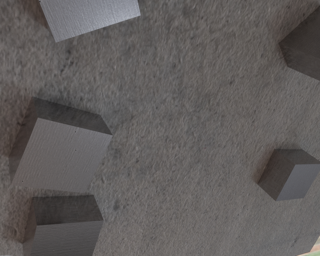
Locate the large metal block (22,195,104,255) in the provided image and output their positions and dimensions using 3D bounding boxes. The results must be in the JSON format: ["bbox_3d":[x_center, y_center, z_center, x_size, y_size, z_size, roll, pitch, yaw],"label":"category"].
[{"bbox_3d":[-0.129,0.137,0.406,0.081,0.050,0.079,6,116,-31],"label":"large metal block"}]

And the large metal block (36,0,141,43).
[{"bbox_3d":[-0.071,-0.132,0.271,0.081,0.050,0.080,-24,127,-15],"label":"large metal block"}]

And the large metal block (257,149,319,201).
[{"bbox_3d":[0.243,0.087,0.581,0.081,0.050,0.079,3,117,-30],"label":"large metal block"}]

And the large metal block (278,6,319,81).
[{"bbox_3d":[0.230,-0.115,0.428,0.080,0.080,0.050,-43,130,1],"label":"large metal block"}]

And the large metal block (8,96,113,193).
[{"bbox_3d":[-0.111,0.021,0.344,0.081,0.050,0.080,16,110,-35],"label":"large metal block"}]
